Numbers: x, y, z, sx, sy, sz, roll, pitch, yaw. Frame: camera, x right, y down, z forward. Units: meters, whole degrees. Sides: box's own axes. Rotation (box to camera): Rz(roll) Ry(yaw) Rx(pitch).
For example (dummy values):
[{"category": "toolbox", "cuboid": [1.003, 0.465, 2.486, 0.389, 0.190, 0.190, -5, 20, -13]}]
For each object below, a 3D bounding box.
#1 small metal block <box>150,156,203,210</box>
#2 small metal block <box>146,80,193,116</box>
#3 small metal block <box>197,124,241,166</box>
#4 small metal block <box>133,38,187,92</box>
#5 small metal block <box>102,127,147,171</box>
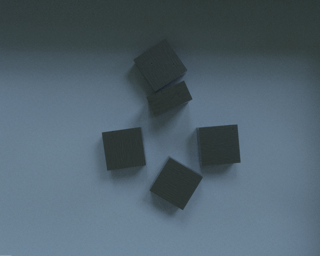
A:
[{"category": "small metal block", "cuboid": [0.021, 0.072, 0.412, 0.050, 0.025, 0.050, 31, 90, -1]}, {"category": "small metal block", "cuboid": [0.011, -0.036, 0.399, 0.050, 0.050, 0.025, -24, 90, 0]}, {"category": "small metal block", "cuboid": [0.077, 0.022, 0.413, 0.050, 0.025, 0.050, -5, 90, -1]}, {"category": "small metal block", "cuboid": [0.000, -0.081, 0.411, 0.050, 0.025, 0.050, -34, 90, 0]}, {"category": "small metal block", "cuboid": [-0.047, 0.027, 0.411, 0.050, 0.025, 0.050, -8, 90, -1]}]
